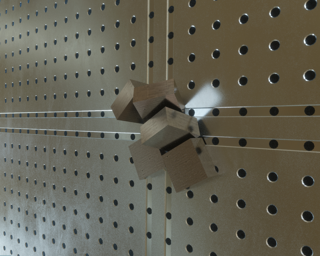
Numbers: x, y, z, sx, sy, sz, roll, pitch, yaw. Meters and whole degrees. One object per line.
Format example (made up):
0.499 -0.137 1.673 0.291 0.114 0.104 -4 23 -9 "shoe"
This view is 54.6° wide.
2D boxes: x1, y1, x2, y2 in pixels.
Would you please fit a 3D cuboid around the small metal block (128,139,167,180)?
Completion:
-0.010 0.037 0.419 0.050 0.025 0.050 -32 70 36 "small metal block"

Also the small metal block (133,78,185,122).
0.000 -0.029 0.380 0.050 0.050 0.025 -12 50 14 "small metal block"

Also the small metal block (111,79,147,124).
-0.029 -0.034 0.416 0.050 0.050 0.025 -51 51 28 "small metal block"

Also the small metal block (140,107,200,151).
0.012 0.004 0.378 0.050 0.050 0.025 -37 48 40 "small metal block"

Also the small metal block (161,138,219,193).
0.036 0.046 0.381 0.050 0.025 0.050 -35 69 34 "small metal block"
